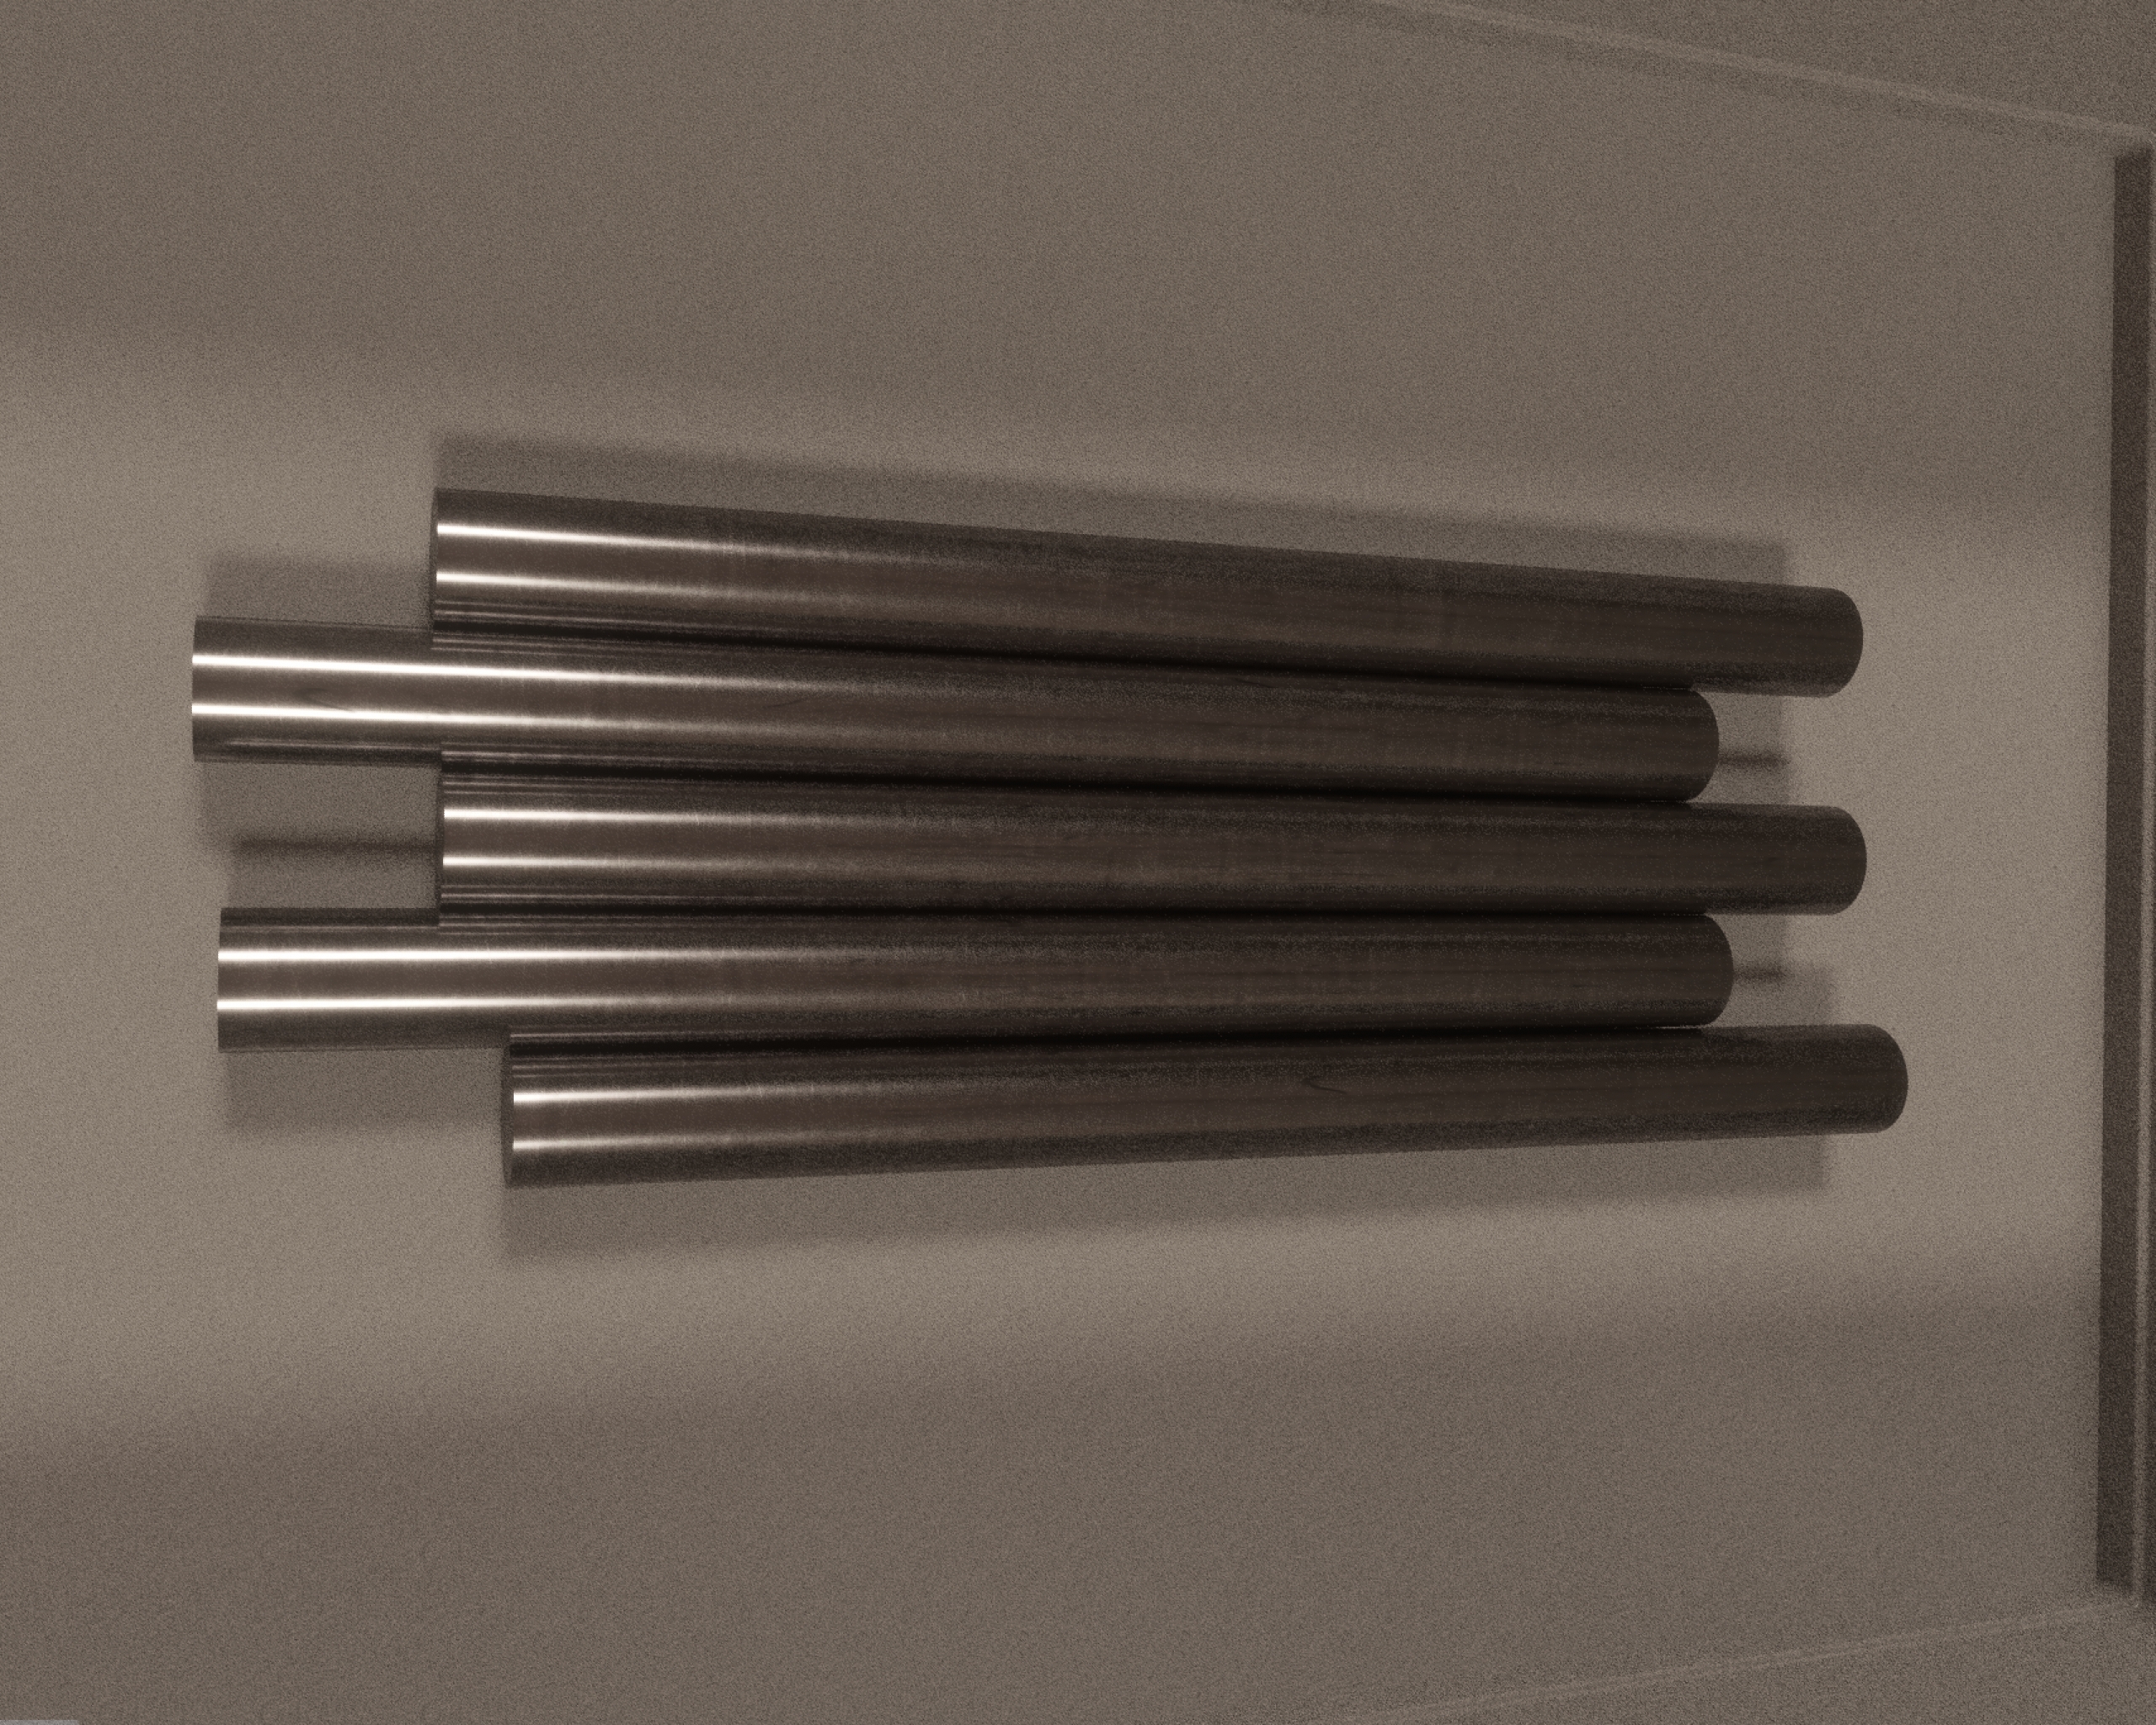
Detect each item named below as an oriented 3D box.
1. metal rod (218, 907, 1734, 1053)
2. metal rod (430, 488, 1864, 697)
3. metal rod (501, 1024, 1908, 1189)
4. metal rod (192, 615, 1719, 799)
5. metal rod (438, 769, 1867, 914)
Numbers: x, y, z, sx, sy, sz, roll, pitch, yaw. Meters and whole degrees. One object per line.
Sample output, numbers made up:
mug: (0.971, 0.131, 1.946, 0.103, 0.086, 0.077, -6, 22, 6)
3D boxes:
metal rod: (-0.004, 0.022, 0.408, 0.303, 0.025, 0.025, 1, 90, -21)
metal rod: (0.028, -0.052, 0.420, 0.303, 0.025, 0.025, 1, 90, -21)
metal rod: (0.040, 0.048, 0.425, 0.303, 0.025, 0.025, 1, 90, -21)
metal rod: (-0.008, -0.028, 0.407, 0.303, 0.025, 0.025, 1, 90, -21)
metal rod: (0.029, -0.002, 0.421, 0.303, 0.025, 0.025, 1, 90, -21)
